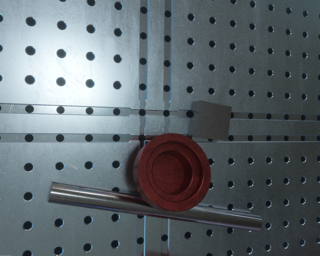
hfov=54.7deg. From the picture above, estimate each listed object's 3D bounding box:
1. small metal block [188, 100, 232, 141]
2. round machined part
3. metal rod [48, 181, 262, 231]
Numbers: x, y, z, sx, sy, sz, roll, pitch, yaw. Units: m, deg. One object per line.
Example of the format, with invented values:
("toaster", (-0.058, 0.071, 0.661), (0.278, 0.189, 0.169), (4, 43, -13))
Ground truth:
("small metal block", (0.071, -0.009, 0.440), (0.050, 0.025, 0.050), (9, 87, -20))
("round machined part", (0.013, 0.059, 0.400), (0.099, 0.042, 0.098), (7, 71, -20))
("metal rod", (0.009, 0.109, 0.417), (0.302, 0.025, 0.025), (14, 85, -20))
